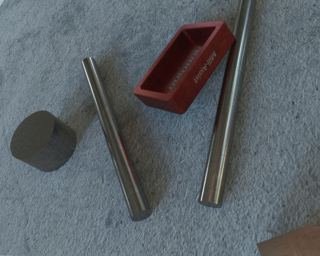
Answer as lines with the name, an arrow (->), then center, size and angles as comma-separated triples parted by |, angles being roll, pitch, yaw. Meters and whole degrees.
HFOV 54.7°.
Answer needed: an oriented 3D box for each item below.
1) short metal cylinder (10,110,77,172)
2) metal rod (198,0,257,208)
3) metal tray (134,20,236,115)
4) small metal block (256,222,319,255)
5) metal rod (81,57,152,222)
short metal cylinder -> -0.175, 0.020, 0.467 | 0.080, 0.050, 0.080 | -13, 56, 21
metal rod -> 0.090, -0.051, 0.387 | 0.025, 0.025, 0.300 | 2, 62, 29
metal tray -> 0.031, -0.084, 0.419 | 0.090, 0.030, 0.130 | 19, 71, 53
small metal block -> 0.115, 0.106, 0.262 | 0.050, 0.050, 0.025 | -25, 53, 12
metal rod -> -0.072, -0.006, 0.445 | 0.025, 0.025, 0.300 | -32, 52, 8
